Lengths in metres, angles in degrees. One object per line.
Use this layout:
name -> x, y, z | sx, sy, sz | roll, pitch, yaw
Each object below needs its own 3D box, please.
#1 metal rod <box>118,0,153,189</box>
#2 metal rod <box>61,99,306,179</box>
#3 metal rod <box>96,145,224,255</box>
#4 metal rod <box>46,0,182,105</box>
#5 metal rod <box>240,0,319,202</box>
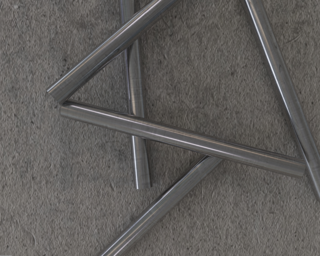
metal rod -> -0.034, -0.071, 0.409 | 0.025, 0.025, 0.298 | -5, 90, 0
metal rod -> 0.028, 0.013, 0.383 | 0.302, 0.025, 0.025 | 15, 90, 0
metal rod -> -0.021, 0.126, 0.409 | 0.300, 0.025, 0.025 | -44, 90, 0
metal rod -> -0.017, -0.138, 0.387 | 0.301, 0.025, 0.025 | -43, 90, -9
metal rod -> 0.167, -0.047, 0.410 | 0.025, 0.025, 0.299 | -21, 90, 0
